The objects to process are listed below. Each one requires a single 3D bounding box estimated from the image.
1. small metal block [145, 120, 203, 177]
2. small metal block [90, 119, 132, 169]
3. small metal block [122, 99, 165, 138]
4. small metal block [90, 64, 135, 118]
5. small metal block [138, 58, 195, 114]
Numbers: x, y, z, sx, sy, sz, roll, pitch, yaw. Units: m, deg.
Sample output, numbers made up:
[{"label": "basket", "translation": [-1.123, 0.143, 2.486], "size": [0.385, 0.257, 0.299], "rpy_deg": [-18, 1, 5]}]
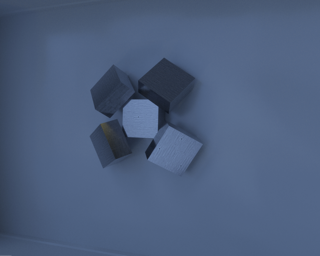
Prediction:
[{"label": "small metal block", "translation": [0.017, 0.026, 0.390], "size": [0.050, 0.025, 0.050], "rpy_deg": [29, 101, -17]}, {"label": "small metal block", "translation": [-0.068, 0.022, 0.420], "size": [0.050, 0.025, 0.050], "rpy_deg": [-36, 76, 55]}, {"label": "small metal block", "translation": [-0.022, -0.012, 0.415], "size": [0.050, 0.025, 0.050], "rpy_deg": [2, 91, 20]}, {"label": "small metal block", "translation": [-0.065, -0.050, 0.418], "size": [0.050, 0.025, 0.050], "rpy_deg": [-44, 39, 15]}, {"label": "small metal block", "translation": [0.008, -0.054, 0.393], "size": [0.050, 0.025, 0.050], "rpy_deg": [37, 64, 16]}]
